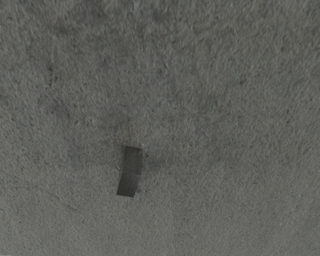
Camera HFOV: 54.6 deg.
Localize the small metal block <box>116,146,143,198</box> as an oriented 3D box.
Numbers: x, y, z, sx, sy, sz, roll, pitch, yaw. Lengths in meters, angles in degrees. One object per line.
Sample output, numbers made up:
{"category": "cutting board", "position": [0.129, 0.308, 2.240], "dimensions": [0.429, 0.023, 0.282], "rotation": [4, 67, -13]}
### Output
{"category": "small metal block", "position": [-0.043, 0.062, 0.443], "dimensions": [0.025, 0.050, 0.050], "rotation": [11, 129, -9]}
